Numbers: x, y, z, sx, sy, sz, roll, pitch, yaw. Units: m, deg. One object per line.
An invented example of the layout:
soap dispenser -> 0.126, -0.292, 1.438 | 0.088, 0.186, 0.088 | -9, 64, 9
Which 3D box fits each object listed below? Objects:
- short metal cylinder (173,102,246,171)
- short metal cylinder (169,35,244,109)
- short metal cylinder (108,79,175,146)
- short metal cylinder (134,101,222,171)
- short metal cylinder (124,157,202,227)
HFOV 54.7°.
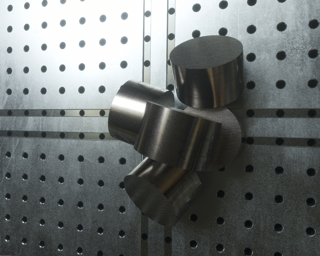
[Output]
short metal cylinder -> 0.061, 0.010, 0.377 | 0.080, 0.050, 0.080 | 0, 89, 20
short metal cylinder -> 0.055, -0.066, 0.356 | 0.080, 0.080, 0.050 | 2, 131, 20
short metal cylinder -> -0.022, -0.016, 0.391 | 0.050, 0.080, 0.080 | 20, 97, 19
short metal cylinder -> 0.018, 0.007, 0.323 | 0.080, 0.080, 0.050 | 19, 96, 19
short metal cylinder -> 0.003, 0.072, 0.376 | 0.080, 0.050, 0.080 | 29, 142, 26
